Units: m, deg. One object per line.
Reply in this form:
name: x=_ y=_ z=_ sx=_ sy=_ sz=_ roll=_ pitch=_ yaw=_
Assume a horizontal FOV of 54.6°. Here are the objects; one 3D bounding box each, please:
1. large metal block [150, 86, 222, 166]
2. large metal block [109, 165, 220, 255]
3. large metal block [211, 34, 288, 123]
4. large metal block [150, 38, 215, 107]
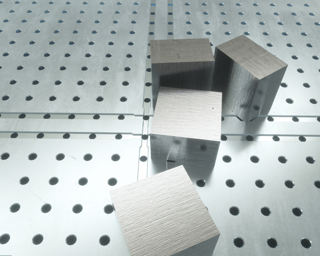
large metal block: x=0.034 y=-0.004 z=0.395 sx=0.080 sy=0.050 sz=0.080 roll=6 pitch=50 yaw=5
large metal block: x=0.002 y=0.095 z=0.312 sx=0.081 sy=0.050 sz=0.080 roll=-18 pitch=52 yaw=-14
large metal block: x=0.117 y=-0.068 z=0.430 sx=0.050 sy=0.080 sz=0.080 roll=-28 pitch=55 yaw=-21
large metal block: x=0.028 y=-0.077 z=0.437 sx=0.080 sy=0.080 sz=0.050 roll=-3 pitch=50 yaw=-2
